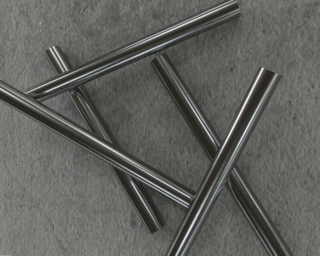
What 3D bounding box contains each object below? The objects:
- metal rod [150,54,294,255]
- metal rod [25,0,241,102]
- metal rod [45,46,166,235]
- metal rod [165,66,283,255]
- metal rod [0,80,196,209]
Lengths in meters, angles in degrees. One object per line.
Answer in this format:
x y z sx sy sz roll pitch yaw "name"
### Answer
0.074 0.036 0.382 0.025 0.025 0.299 -34 79 16 "metal rod"
-0.044 -0.096 0.407 0.301 0.025 0.025 -21 83 12 "metal rod"
-0.082 0.010 0.436 0.025 0.025 0.299 -35 79 16 "metal rod"
0.059 0.072 0.364 0.025 0.025 0.298 29 108 17 "metal rod"
-0.089 0.020 0.406 0.301 0.025 0.025 29 100 4 "metal rod"
